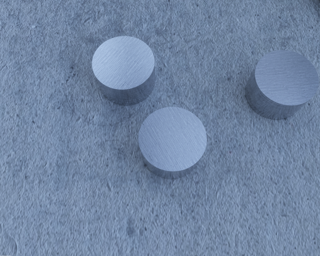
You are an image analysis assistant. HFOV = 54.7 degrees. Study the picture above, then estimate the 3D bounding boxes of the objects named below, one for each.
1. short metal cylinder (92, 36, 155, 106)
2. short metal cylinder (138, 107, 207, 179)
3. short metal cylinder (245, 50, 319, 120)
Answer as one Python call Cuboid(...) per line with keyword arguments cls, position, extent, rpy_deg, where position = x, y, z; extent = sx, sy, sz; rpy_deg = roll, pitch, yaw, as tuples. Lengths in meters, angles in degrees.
Cuboid(cls="short metal cylinder", position=(-0.047, -0.077, 0.422), extent=(0.081, 0.050, 0.080), rpy_deg=(0, 70, 0))
Cuboid(cls="short metal cylinder", position=(0.015, 0.020, 0.387), extent=(0.081, 0.050, 0.080), rpy_deg=(0, 70, 0))
Cuboid(cls="short metal cylinder", position=(0.161, -0.057, 0.416), extent=(0.081, 0.050, 0.080), rpy_deg=(0, 70, 0))
